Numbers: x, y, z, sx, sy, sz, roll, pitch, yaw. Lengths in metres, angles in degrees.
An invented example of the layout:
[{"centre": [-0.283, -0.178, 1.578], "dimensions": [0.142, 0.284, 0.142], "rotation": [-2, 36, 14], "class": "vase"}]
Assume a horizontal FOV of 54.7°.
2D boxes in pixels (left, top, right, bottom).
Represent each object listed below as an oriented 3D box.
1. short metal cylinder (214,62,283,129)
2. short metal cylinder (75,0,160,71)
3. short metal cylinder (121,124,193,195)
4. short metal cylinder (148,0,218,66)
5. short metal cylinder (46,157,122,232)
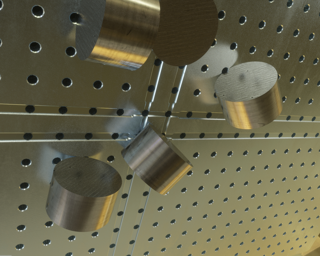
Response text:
[{"centre": [0.119, -0.044, 0.416], "dimensions": [0.080, 0.080, 0.050], "rotation": [-34, 129, -6], "class": "short metal cylinder"}, {"centre": [-0.043, -0.099, 0.292], "dimensions": [0.050, 0.080, 0.079], "rotation": [6, 115, -32], "class": "short metal cylinder"}, {"centre": [-0.003, 0.039, 0.400], "dimensions": [0.050, 0.080, 0.080], "rotation": [-46, 130, 3], "class": "short metal cylinder"}, {"centre": [0.015, -0.113, 0.335], "dimensions": [0.081, 0.050, 0.079], "rotation": [-14, 125, -21], "class": "short metal cylinder"}, {"centre": [-0.092, 0.078, 0.375], "dimensions": [0.081, 0.080, 0.050], "rotation": [5, 116, -31], "class": "short metal cylinder"}]
